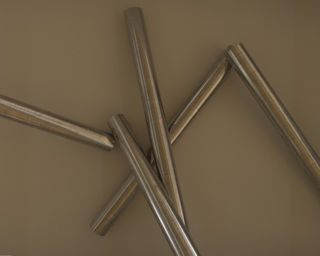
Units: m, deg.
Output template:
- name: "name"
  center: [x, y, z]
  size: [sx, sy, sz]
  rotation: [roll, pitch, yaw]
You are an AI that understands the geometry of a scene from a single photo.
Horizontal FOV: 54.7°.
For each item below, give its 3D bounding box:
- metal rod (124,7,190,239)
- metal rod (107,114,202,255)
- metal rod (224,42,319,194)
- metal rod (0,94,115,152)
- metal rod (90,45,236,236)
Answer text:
- name: "metal rod"
  center: [-0.005, -0.009, 0.389]
  size: [0.025, 0.025, 0.299]
  rotation: [-12, 82, 0]
- name: "metal rod"
  center: [0.010, 0.102, 0.341]
  size: [0.025, 0.025, 0.299]
  rotation: [-31, 61, 0]
- name: "metal rod"
  center: [0.178, 0.021, 0.399]
  size: [0.025, 0.025, 0.299]
  rotation: [-36, 96, 0]
- name: "metal rod"
  center: [-0.190, -0.029, 0.343]
  size: [0.302, 0.025, 0.025]
  rotation: [22, 90, -27]
- name: "metal rod"
  center: [0.009, 0.016, 0.411]
  size: [0.025, 0.025, 0.300]
  rotation: [38, 90, 0]
